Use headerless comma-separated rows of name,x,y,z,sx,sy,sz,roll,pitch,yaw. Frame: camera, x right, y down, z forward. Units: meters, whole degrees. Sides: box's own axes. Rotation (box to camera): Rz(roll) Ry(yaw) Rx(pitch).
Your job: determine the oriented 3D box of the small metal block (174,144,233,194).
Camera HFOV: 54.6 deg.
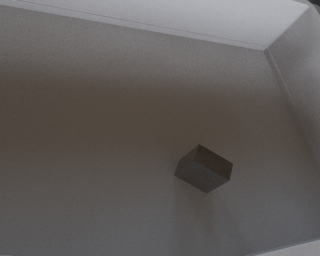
small metal block,0.054,0.052,0.386,0.050,0.050,0.025,30,52,-9
